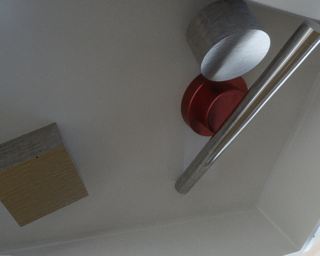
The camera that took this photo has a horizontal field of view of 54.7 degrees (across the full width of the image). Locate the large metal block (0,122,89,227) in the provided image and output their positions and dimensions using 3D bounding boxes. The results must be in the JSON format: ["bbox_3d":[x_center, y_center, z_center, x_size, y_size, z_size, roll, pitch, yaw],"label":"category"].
[{"bbox_3d":[-0.137,0.052,0.350,0.081,0.050,0.080,-24,128,-14],"label":"large metal block"}]

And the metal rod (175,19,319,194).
[{"bbox_3d":[0.090,0.000,0.388,0.025,0.025,0.298,-1,141,-29],"label":"metal rod"}]

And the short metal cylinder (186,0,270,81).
[{"bbox_3d":[0.076,-0.099,0.354,0.081,0.050,0.080,-15,152,-8],"label":"short metal cylinder"}]

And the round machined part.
[{"bbox_3d":[0.082,-0.030,0.426,0.099,0.042,0.097,-14,125,-21],"label":"round machined part"}]
